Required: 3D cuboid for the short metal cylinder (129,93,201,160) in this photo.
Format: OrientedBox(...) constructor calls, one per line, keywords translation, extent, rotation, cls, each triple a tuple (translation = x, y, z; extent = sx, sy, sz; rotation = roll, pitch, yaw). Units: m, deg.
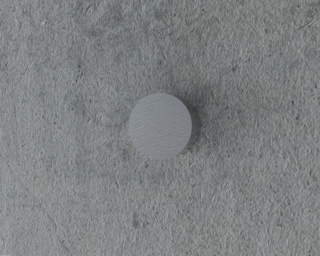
OrientedBox(translation=(0.008, -0.002, 0.393), extent=(0.080, 0.050, 0.080), rotation=(0, 90, 20), cls="short metal cylinder")
